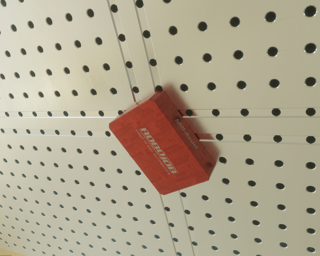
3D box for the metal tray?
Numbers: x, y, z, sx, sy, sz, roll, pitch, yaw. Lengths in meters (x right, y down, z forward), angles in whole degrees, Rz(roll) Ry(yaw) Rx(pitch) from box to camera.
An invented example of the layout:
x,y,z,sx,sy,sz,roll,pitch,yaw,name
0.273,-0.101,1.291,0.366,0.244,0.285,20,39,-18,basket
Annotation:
x,y,z,sx,sy,sz,roll,pitch,yaw,name
0.002,0.024,0.420,0.090,0.030,0.130,-28,104,37,metal tray
